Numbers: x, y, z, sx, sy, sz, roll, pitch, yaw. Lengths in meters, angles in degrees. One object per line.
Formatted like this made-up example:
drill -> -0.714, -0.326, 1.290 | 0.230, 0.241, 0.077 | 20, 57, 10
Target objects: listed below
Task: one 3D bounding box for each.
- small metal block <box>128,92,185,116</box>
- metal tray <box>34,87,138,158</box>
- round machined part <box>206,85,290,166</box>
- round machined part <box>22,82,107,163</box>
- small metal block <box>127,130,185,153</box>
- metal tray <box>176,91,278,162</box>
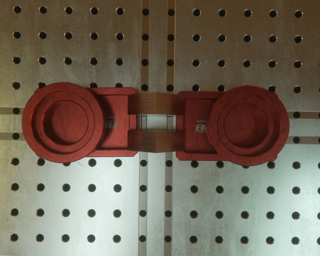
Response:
small metal block -> -0.005, -0.029, 0.386 | 0.050, 0.050, 0.025 | 1, 90, 44
metal tray -> -0.095, -0.007, 0.411 | 0.131, 0.030, 0.089 | -1, 92, 0
round machined part -> 0.107, -0.003, 0.393 | 0.099, 0.042, 0.097 | 0, 90, 0
round machined part -> -0.116, -0.006, 0.391 | 0.099, 0.042, 0.097 | 0, 90, 0
small metal block -> -0.005, 0.016, 0.386 | 0.050, 0.050, 0.025 | 1, 90, 44
metal tray -> 0.086, -0.002, 0.412 | 0.131, 0.030, 0.089 | 1, 90, 0
